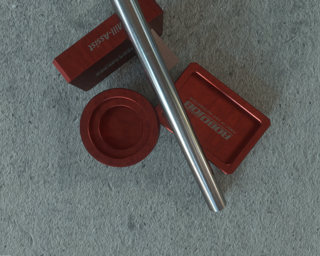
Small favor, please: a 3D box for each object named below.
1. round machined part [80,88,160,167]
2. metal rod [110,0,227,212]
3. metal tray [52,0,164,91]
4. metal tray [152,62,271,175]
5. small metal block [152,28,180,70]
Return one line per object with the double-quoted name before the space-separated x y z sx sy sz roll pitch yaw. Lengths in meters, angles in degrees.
"round machined part" -0.048 -0.001 0.398 0.099 0.042 0.097 0 93 5
"metal rod" 0.016 -0.021 0.358 0.025 0.025 0.299 -26 112 0
"metal tray" -0.057 -0.099 0.377 0.130 0.090 0.030 -37 90 0
"metal tray" 0.066 -0.012 0.409 0.130 0.030 0.090 38 90 -1
"small metal block" -0.005 -0.096 0.394 0.025 0.050 0.050 -43 105 2
